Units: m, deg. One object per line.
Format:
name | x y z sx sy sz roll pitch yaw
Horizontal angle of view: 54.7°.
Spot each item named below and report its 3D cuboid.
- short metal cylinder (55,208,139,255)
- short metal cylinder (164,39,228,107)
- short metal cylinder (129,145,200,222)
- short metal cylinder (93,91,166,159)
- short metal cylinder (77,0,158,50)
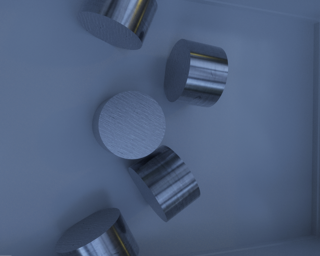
short metal cylinder | -0.071 0.136 0.356 0.081 0.080 0.050 -29 100 -18
short metal cylinder | 0.044 -0.069 0.399 0.050 0.080 0.080 7 88 -20
short metal cylinder | 0.005 0.068 0.384 0.050 0.080 0.080 -33 101 -17
short metal cylinder | -0.040 -0.004 0.383 0.081 0.050 0.079 0 90 -21
short metal cylinder | -0.049 -0.134 0.364 0.080 0.080 0.050 23 82 -19
